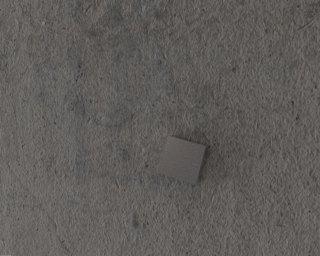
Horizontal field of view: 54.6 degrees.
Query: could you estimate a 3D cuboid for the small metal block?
[{"bbox_3d":[0.031,0.040,0.398,0.050,0.025,0.050,15,95,19],"label":"small metal block"}]
